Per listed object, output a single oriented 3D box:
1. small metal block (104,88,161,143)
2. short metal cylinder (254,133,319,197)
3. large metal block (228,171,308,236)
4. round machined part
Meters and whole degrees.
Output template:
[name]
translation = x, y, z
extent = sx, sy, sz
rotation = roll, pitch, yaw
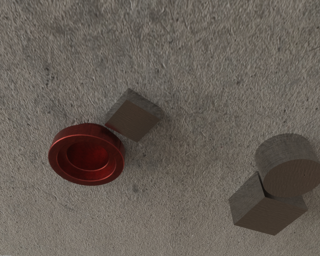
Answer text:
[small metal block]
translation = -0.034, -0.015, 0.394
extent = 0.050, 0.025, 0.050
rotation = 30, 124, -24
[short metal cylinder]
translation = 0.181, 0.054, 0.439
extent = 0.081, 0.050, 0.079
rotation = 0, 130, 0
[large metal block]
translation = 0.170, 0.123, 0.498
extent = 0.081, 0.050, 0.079
rotation = 19, 127, -16
[round machined part]
translation = -0.096, 0.032, 0.422
extent = 0.099, 0.042, 0.097
rotation = -1, 130, 0
